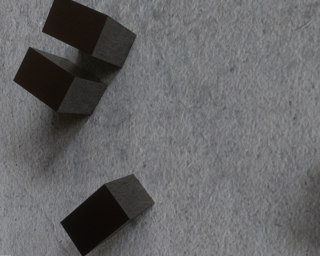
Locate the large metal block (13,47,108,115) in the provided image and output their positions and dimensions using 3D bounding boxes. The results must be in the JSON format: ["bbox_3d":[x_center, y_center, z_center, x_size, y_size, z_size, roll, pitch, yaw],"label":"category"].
[{"bbox_3d":[-0.133,-0.062,0.425,0.080,0.080,0.050,33,101,16],"label":"large metal block"}]

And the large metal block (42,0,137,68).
[{"bbox_3d":[-0.090,-0.125,0.410,0.080,0.080,0.050,28,99,17],"label":"large metal block"}]

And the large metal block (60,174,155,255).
[{"bbox_3d":[-0.065,0.109,0.401,0.080,0.080,0.050,-42,77,15],"label":"large metal block"}]
